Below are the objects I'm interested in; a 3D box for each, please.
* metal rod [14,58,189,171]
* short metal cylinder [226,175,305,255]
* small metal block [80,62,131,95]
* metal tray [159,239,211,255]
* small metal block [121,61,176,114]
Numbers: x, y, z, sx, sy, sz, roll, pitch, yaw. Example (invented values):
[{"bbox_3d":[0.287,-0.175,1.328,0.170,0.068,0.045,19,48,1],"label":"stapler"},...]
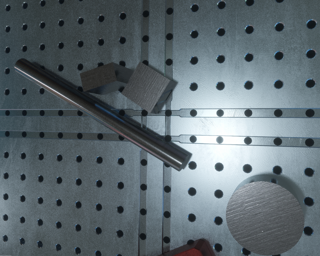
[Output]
[{"bbox_3d":[-0.094,-0.026,0.444,0.301,0.025,0.025,30,100,17],"label":"metal rod"},{"bbox_3d":[0.120,0.097,0.357,0.080,0.050,0.079,0,90,19],"label":"short metal cylinder"},{"bbox_3d":[-0.072,-0.066,0.423,0.050,0.050,0.025,-14,85,19],"label":"small metal block"},{"bbox_3d":[0.016,0.213,0.403,0.130,0.030,0.090,-29,81,17],"label":"metal tray"},{"bbox_3d":[-0.015,-0.054,0.417,0.050,0.025,0.050,35,101,16],"label":"small metal block"}]
